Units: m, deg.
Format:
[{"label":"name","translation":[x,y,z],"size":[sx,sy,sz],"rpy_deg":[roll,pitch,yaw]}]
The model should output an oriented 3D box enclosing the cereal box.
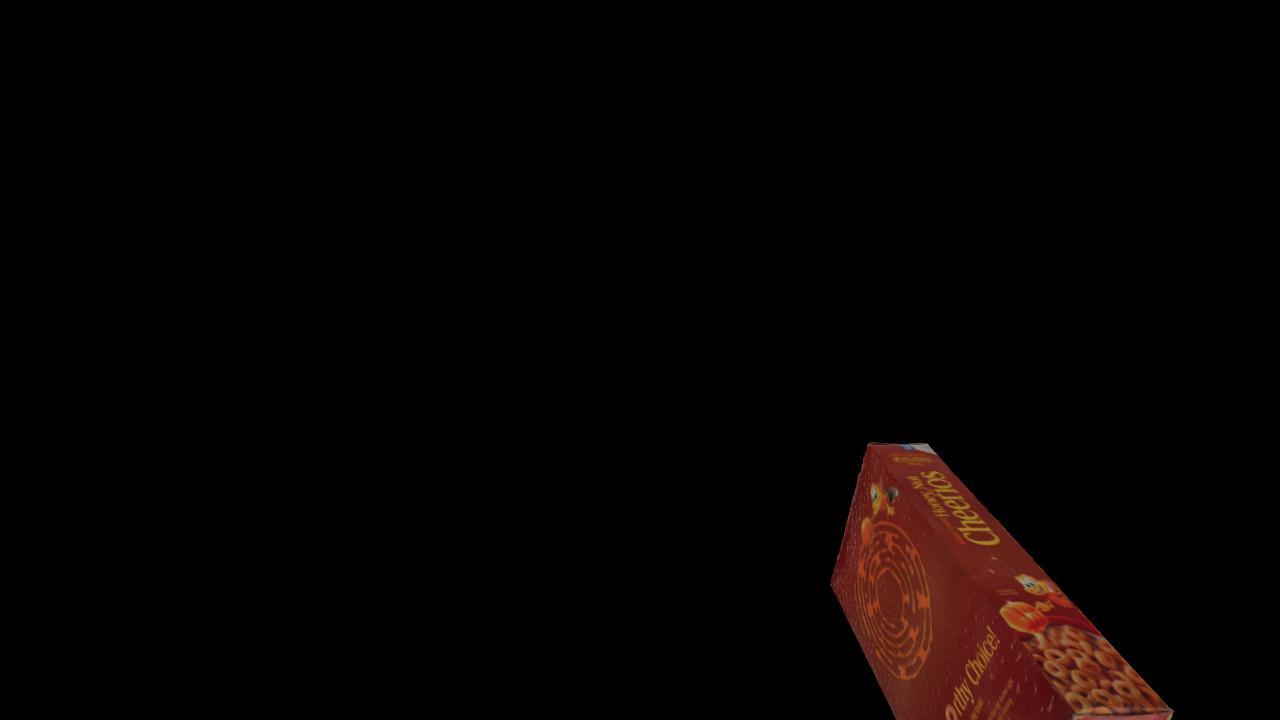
[{"label":"cereal box","translation":[0.276,0.238,0.550],"size":[0.081,0.203,0.306],"rpy_deg":[2,25,-6]}]
